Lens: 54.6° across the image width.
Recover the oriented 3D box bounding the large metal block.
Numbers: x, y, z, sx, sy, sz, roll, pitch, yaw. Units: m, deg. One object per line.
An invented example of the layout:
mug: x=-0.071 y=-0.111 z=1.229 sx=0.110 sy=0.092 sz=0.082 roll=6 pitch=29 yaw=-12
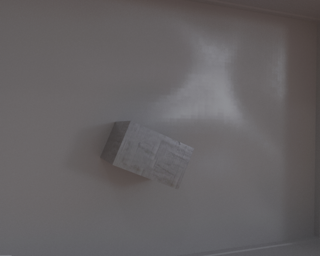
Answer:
large metal block: x=-0.019 y=0.030 z=0.374 sx=0.080 sy=0.080 sz=0.050 roll=24 pitch=82 yaw=-19
